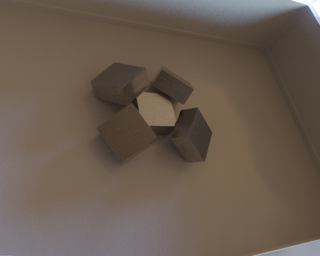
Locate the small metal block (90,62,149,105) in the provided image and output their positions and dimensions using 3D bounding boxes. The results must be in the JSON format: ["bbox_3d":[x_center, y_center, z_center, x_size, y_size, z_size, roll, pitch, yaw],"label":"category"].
[{"bbox_3d":[-0.050,-0.057,0.395,0.050,0.025,0.050,15,45,27],"label":"small metal block"}]

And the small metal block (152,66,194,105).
[{"bbox_3d":[0.017,-0.061,0.434,0.050,0.025,0.050,31,15,-9],"label":"small metal block"}]

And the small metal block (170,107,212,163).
[{"bbox_3d":[0.043,0.010,0.406,0.050,0.025,0.050,55,42,-35],"label":"small metal block"}]

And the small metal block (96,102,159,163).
[{"bbox_3d":[-0.037,0.007,0.364,0.050,0.025,0.050,-36,81,-1],"label":"small metal block"}]

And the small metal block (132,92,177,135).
[{"bbox_3d":[-0.010,-0.019,0.408,0.050,0.025,0.050,2,61,-28],"label":"small metal block"}]
